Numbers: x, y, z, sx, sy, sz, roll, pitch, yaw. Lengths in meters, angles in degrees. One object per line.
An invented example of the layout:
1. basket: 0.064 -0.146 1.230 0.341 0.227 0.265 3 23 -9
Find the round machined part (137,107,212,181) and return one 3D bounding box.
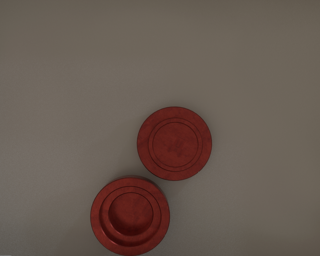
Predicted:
1. round machined part: 0.019 0.021 0.403 0.099 0.042 0.097 0 90 -1

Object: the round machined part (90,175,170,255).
1. round machined part: -0.037 0.110 0.403 0.099 0.042 0.097 0 90 -1
